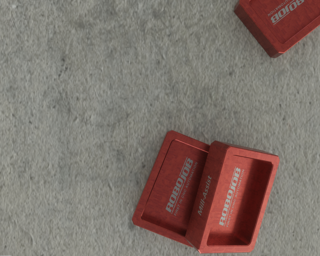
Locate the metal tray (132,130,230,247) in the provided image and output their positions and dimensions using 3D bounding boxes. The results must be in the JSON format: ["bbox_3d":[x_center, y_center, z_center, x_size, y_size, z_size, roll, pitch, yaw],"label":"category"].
[{"bbox_3d":[0.029,0.077,0.407,0.090,0.030,0.129,22,90,-1],"label":"metal tray"}]

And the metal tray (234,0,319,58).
[{"bbox_3d":[0.177,-0.168,0.409,0.130,0.030,0.090,-38,91,-1],"label":"metal tray"}]

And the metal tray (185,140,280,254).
[{"bbox_3d":[0.091,0.087,0.384,0.091,0.030,0.129,12,95,-29],"label":"metal tray"}]
